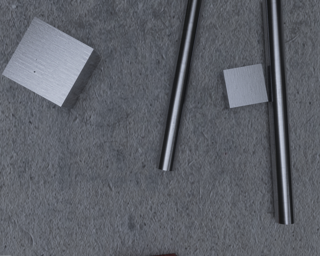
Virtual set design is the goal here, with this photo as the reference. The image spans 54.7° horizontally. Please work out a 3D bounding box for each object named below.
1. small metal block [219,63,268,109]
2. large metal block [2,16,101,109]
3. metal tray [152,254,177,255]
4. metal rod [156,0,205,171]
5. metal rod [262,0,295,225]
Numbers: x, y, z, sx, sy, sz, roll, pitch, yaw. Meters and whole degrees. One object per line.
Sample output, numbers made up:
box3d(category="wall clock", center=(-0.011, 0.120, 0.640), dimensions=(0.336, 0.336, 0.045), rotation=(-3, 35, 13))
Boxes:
box3d(category="small metal block", center=(0.111, -0.055, 0.411), dimensions=(0.050, 0.025, 0.050), rotation=(-10, 90, -1))
box3d(category="large metal block", center=(-0.134, -0.080, 0.396), dimensions=(0.080, 0.050, 0.080), rotation=(29, 90, -1))
box3d(category="metal tray", center=(-0.014, 0.239, 0.407), dimensions=(0.091, 0.030, 0.129), rotation=(-6, 90, -1))
box3d(category="metal rod", center=(0.033, -0.092, 0.410), dimensions=(0.025, 0.025, 0.298), rotation=(10, 90, -1))
box3d(category="metal rod", center=(0.158, -0.024, 0.412), dimensions=(0.025, 0.025, 0.298), rotation=(-3, 90, -1))
